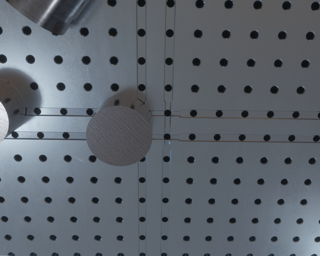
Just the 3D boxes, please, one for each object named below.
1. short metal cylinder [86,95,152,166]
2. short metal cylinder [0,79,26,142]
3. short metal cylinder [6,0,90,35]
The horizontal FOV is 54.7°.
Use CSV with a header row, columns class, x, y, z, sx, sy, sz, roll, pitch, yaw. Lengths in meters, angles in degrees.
class,x,y,z,sx,sy,sz,roll,pitch,yaw
short metal cylinder,-0.050,0.002,0.400,0.081,0.050,0.079,0,110,-1
short metal cylinder,-0.220,-0.020,0.390,0.081,0.050,0.079,0,110,-1
short metal cylinder,-0.122,-0.145,0.329,0.080,0.080,0.050,39,105,-13
